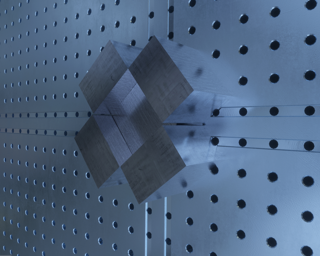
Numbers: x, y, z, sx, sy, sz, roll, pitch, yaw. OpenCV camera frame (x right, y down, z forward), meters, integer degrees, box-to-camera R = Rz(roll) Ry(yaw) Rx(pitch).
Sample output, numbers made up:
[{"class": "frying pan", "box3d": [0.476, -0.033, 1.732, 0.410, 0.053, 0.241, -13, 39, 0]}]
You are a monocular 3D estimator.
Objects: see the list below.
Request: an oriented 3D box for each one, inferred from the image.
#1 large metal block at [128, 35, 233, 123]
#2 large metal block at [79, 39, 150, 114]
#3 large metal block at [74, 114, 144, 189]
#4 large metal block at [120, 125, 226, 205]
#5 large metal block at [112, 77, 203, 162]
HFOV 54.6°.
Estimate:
[{"class": "large metal block", "box3d": [0.024, -0.052, 0.355, 0.050, 0.081, 0.080, -46, 63, 30]}, {"class": "large metal block", "box3d": [-0.046, -0.063, 0.413, 0.080, 0.081, 0.050, -46, 63, 30]}, {"class": "large metal block", "box3d": [-0.056, 0.029, 0.420, 0.050, 0.081, 0.080, -46, 63, 30]}, {"class": "large metal block", "box3d": [0.016, 0.041, 0.363, 0.080, 0.081, 0.050, -45, 63, 31]}, {"class": "large metal block", "box3d": [-0.006, -0.011, 0.398, 0.080, 0.050, 0.080, -47, 61, 32]}]
